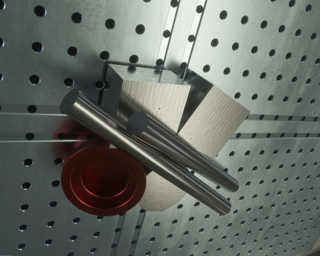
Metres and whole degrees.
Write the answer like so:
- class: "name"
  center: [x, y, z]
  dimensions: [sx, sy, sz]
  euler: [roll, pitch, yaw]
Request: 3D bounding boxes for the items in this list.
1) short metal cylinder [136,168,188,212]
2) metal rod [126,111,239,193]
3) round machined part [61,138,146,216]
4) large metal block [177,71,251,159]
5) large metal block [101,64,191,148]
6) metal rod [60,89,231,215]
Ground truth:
- class: "short metal cylinder"
  center: [-0.004, 0.068, 0.429]
  dimensions: [0.081, 0.050, 0.079]
  euler: [-14, 124, -21]
- class: "metal rod"
  center: [0.052, 0.048, 0.416]
  dimensions: [0.025, 0.025, 0.301]
  euler: [-48, 144, 5]
- class: "round machined part"
  center: [-0.066, 0.056, 0.380]
  dimensions: [0.099, 0.042, 0.097]
  euler: [-1, 113, -3]
- class: "large metal block"
  center: [0.058, -0.016, 0.411]
  dimensions: [0.080, 0.050, 0.080]
  euler: [27, 104, -38]
- class: "large metal block"
  center: [-0.021, -0.024, 0.360]
  dimensions: [0.081, 0.050, 0.079]
  euler: [1, 118, -29]
- class: "metal rod"
  center: [0.008, 0.048, 0.374]
  dimensions: [0.025, 0.025, 0.301]
  euler: [-47, 130, 5]
